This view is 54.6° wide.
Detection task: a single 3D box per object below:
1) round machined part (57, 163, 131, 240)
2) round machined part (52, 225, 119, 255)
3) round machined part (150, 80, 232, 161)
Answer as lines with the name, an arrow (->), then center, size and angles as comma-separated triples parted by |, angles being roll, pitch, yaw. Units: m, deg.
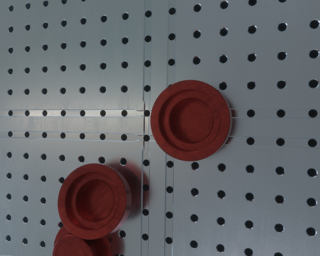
round machined part -> -0.086, 0.100, 0.426 | 0.098, 0.042, 0.098 | -3, 75, 13
round machined part -> -0.113, 0.181, 0.444 | 0.098, 0.042, 0.097 | 0, 90, 20
round machined part -> 0.041, -0.009, 0.389 | 0.098, 0.042, 0.097 | 0, 90, 20
